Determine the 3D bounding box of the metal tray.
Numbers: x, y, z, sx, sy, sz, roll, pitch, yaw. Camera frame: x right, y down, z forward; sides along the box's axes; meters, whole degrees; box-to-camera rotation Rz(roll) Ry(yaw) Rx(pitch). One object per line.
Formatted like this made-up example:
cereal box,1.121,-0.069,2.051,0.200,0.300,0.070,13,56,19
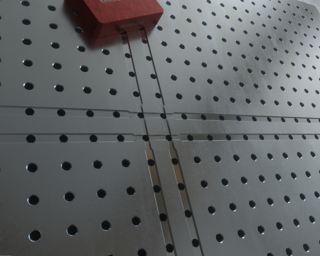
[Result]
metal tray,-0.069,-0.197,0.489,0.131,0.030,0.090,-27,77,-37
